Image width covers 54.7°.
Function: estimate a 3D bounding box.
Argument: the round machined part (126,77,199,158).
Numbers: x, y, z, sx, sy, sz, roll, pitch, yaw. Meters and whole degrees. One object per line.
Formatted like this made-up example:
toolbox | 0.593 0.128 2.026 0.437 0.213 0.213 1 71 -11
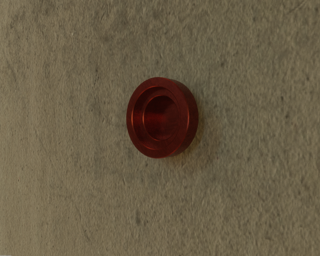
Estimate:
round machined part | 0.007 -0.012 0.386 0.098 0.042 0.097 0 90 39
